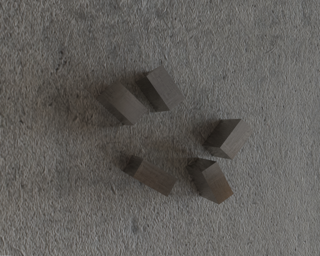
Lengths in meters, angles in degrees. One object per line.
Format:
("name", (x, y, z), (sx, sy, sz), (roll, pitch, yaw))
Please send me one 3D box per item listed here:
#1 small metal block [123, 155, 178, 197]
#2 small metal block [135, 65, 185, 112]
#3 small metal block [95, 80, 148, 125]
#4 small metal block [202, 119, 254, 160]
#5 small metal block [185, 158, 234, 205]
("small metal block", (-0.013, 0.059, 0.391), (0.050, 0.050, 0.025), (33, 80, -17))
("small metal block", (-0.001, -0.049, 0.395), (0.025, 0.050, 0.050), (-39, 103, -16))
("small metal block", (-0.048, -0.029, 0.378), (0.050, 0.050, 0.025), (44, 76, -15))
("small metal block", (0.093, 0.015, 0.430), (0.025, 0.050, 0.050), (43, 77, -15))
("small metal block", (0.066, 0.070, 0.420), (0.025, 0.050, 0.050), (-32, 101, -17))
